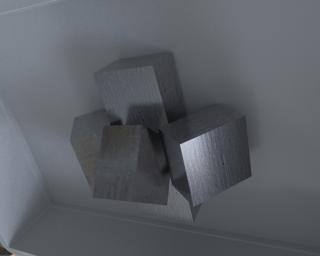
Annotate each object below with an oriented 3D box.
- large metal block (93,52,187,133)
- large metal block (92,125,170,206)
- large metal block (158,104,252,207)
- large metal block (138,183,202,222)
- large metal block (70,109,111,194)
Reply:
[{"bbox_3d":[-0.022,-0.041,0.374,0.080,0.050,0.080,-1,118,29],"label":"large metal block"},{"bbox_3d":[-0.027,0.046,0.363,0.050,0.080,0.080,-1,74,27],"label":"large metal block"},{"bbox_3d":[0.052,0.028,0.352,0.050,0.081,0.080,36,144,58],"label":"large metal block"},{"bbox_3d":[0.011,0.079,0.434,0.080,0.050,0.080,1,119,28],"label":"large metal block"},{"bbox_3d":[-0.080,0.028,0.421,0.050,0.080,0.080,-18,115,-4],"label":"large metal block"}]
